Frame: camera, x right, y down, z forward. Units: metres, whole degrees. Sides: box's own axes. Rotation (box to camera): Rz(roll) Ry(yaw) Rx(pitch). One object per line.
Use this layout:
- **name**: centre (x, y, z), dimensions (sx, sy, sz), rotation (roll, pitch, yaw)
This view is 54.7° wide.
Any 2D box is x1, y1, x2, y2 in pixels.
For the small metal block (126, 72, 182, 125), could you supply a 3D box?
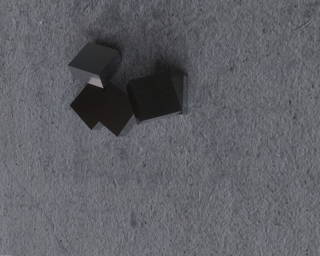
- **small metal block**: centre (-0.008, -0.035, 0.372), dimensions (0.050, 0.025, 0.050), rotation (-15, 84, -21)

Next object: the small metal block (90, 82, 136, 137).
- **small metal block**: centre (-0.053, -0.024, 0.400), dimensions (0.050, 0.025, 0.050), rotation (39, 102, 15)

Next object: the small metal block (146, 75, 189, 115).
- **small metal block**: centre (0.009, -0.043, 0.406), dimensions (0.050, 0.025, 0.050), rotation (2, 91, 19)

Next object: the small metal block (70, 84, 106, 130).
- **small metal block**: centre (-0.091, -0.032, 0.441), dimensions (0.050, 0.025, 0.050), rotation (-46, 76, 14)

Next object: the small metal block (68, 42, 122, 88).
- **small metal block**: centre (-0.089, -0.088, 0.428), dimensions (0.050, 0.025, 0.050), rotation (20, 60, 18)
